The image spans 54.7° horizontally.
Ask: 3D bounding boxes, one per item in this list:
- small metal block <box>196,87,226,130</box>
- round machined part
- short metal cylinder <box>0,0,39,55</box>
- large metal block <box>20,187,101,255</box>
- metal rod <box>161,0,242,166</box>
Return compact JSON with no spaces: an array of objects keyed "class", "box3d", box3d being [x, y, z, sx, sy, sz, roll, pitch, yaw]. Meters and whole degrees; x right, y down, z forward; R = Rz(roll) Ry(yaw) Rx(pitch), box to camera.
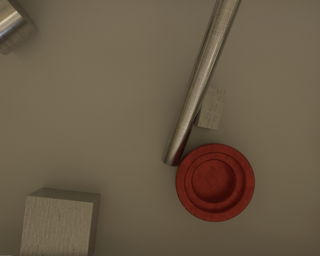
[{"class":"small metal block","box3d":[0.063,-0.024,0.400,0.025,0.050,0.050,12,90,-1]},{"class":"round machined part","box3d":[0.068,0.068,0.404,0.099,0.042,0.097,0,90,-1]},{"class":"short metal cylinder","box3d":[-0.198,-0.138,0.381,0.050,0.080,0.080,-37,90,0]},{"class":"large metal block","box3d":[-0.125,0.125,0.397,0.081,0.050,0.079,6,90,-1]},{"class":"metal rod","box3d":[0.055,-0.082,0.346,0.025,0.025,0.298,18,117,-1]}]
